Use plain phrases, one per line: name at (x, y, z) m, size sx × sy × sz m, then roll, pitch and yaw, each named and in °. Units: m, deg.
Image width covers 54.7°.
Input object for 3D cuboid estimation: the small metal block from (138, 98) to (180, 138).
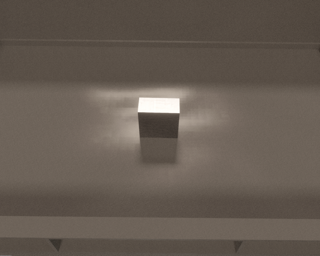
small metal block at (-0.001, -0.012, 0.399) m, size 0.050 × 0.050 × 0.025 m, roll 1°, pitch 50°, yaw 1°
